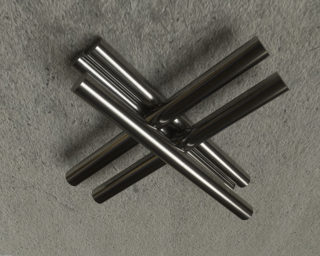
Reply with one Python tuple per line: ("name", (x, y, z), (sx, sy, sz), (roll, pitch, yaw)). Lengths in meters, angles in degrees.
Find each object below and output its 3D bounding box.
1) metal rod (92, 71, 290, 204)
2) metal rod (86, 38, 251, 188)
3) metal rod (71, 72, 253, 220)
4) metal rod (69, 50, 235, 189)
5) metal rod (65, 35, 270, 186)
("metal rod", (0.021, 0.025, 0.397), (0.299, 0.025, 0.025), (-34, 123, 25))
("metal rod", (0.029, -0.003, 0.406), (0.025, 0.025, 0.301), (-34, 123, 25))
("metal rod", (0.022, 0.038, 0.376), (0.025, 0.025, 0.301), (-35, 122, 26))
("metal rod", (0.008, 0.008, 0.415), (0.025, 0.025, 0.301), (-34, 123, 25))
("metal rod", (-0.010, -0.006, 0.371), (0.299, 0.025, 0.025), (-34, 123, 25))
